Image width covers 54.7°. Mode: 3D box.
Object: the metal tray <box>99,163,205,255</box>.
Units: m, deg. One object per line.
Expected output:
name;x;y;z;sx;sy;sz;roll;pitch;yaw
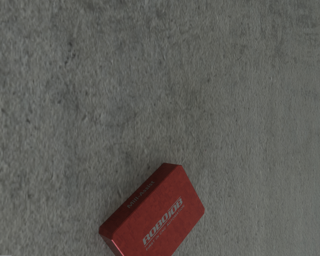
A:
metal tray;-0.004;0.119;0.401;0.131;0.030;0.090;-42;116;-32
